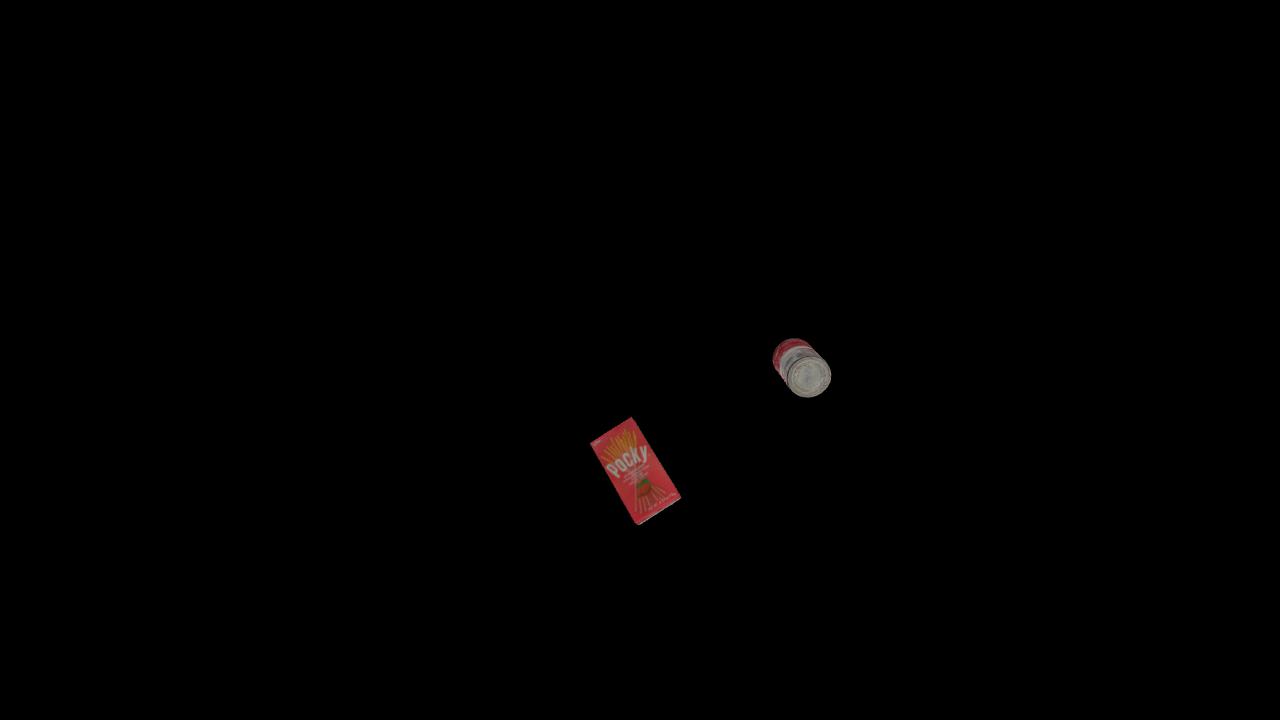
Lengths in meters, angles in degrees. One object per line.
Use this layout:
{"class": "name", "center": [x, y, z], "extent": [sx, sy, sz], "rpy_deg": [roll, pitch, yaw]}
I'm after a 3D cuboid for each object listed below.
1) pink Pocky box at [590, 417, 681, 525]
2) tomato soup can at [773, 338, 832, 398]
{"class": "pink Pocky box", "center": [-0.009, 0.177, 0.991], "extent": [0.084, 0.155, 0.029], "rpy_deg": [-32, -24, -1]}
{"class": "tomato soup can", "center": [0.249, 0.011, 0.949], "extent": [0.068, 0.068, 0.101], "rpy_deg": [0, 17, -1]}
